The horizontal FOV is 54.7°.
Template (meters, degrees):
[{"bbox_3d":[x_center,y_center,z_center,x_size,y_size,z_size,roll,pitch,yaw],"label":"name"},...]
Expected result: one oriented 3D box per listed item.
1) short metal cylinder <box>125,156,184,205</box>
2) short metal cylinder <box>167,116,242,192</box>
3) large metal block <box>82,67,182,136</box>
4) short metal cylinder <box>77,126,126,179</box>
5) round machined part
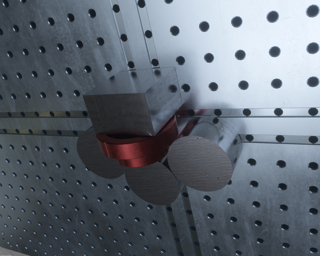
[{"bbox_3d":[-0.002,0.061,0.434,0.080,0.050,0.079,13,124,21],"label":"short metal cylinder"},{"bbox_3d":[0.056,0.032,0.386,0.080,0.050,0.079,13,124,21],"label":"short metal cylinder"},{"bbox_3d":[-0.029,-0.033,0.370,0.080,0.080,0.050,1,119,28],"label":"large metal block"},{"bbox_3d":[-0.072,0.027,0.450,0.080,0.050,0.079,13,124,21],"label":"short metal cylinder"},{"bbox_3d":[-0.026,0.013,0.383,0.098,0.098,0.042,2,119,27],"label":"round machined part"}]
